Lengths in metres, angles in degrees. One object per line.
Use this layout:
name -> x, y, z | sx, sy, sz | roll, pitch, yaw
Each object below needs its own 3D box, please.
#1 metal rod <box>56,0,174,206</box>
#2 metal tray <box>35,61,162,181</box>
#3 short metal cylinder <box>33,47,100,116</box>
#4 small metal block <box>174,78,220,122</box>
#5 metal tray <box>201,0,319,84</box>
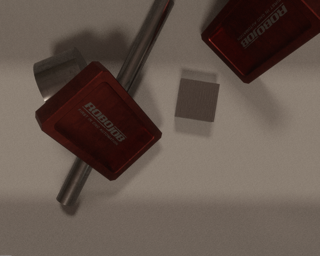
metal rod -> -0.059, -0.036, 0.410 | 0.025, 0.025, 0.299 | 26, 90, -1
metal tray -> -0.065, -0.002, 0.364 | 0.090, 0.030, 0.130 | -43, 135, -3
short metal cylinder -> -0.111, -0.053, 0.382 | 0.050, 0.080, 0.080 | -23, 90, 0
small metal block -> 0.049, -0.036, 0.412 | 0.050, 0.025, 0.050 | 9, 90, -1
metal tray -> 0.116, -0.118, 0.360 | 0.090, 0.129, 0.030 | 46, 61, -2
